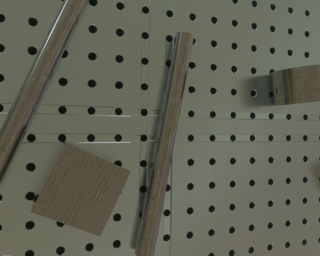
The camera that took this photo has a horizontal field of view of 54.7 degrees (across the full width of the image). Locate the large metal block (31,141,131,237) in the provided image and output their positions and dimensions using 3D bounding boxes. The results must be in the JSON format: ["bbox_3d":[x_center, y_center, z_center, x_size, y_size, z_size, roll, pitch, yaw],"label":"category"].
[{"bbox_3d":[-0.093,0.069,0.365,0.080,0.050,0.080,27,81,-18],"label":"large metal block"}]

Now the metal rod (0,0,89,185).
[{"bbox_3d":[-0.135,-0.073,0.362,0.025,0.025,0.299,25,82,-19],"label":"metal rod"}]

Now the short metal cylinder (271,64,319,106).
[{"bbox_3d":[0.210,-0.063,0.461,0.081,0.080,0.050,-8,93,-20],"label":"short metal cylinder"}]

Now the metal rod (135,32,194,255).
[{"bbox_3d":[0.007,0.019,0.415,0.025,0.025,0.298,12,86,-20],"label":"metal rod"}]
